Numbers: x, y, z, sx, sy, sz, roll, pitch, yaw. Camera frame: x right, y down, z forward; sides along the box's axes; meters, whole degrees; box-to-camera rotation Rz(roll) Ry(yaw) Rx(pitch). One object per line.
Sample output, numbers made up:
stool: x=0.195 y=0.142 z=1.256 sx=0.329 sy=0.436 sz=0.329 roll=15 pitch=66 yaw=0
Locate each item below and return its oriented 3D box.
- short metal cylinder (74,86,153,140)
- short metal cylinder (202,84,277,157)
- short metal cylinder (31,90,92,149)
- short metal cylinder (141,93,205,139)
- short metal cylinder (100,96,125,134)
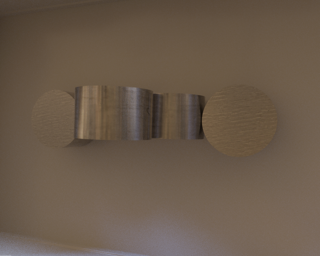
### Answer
short metal cylinder: x=-0.048 y=-0.014 z=0.323 sx=0.080 sy=0.080 sz=0.050 roll=2 pitch=91 yaw=20
short metal cylinder: x=0.094 y=-0.008 z=0.362 sx=0.080 sy=0.050 sz=0.080 roll=0 pitch=90 yaw=20
short metal cylinder: x=-0.133 y=-0.012 z=0.442 sx=0.080 sy=0.050 sz=0.080 roll=0 pitch=90 yaw=20
short metal cylinder: x=0.014 y=-0.013 z=0.374 sx=0.080 sy=0.080 sz=0.050 roll=2 pitch=91 yaw=20
short metal cylinder: x=-0.062 y=-0.016 z=0.401 sx=0.080 sy=0.080 sz=0.050 roll=2 pitch=91 yaw=20
